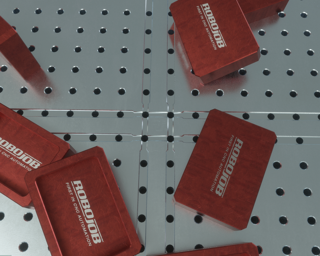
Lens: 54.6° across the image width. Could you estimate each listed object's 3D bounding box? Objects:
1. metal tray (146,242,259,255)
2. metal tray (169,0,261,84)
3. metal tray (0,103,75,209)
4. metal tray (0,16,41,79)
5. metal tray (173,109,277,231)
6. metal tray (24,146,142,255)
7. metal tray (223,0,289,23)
[{"bbox_3d":[0.049,0.182,0.342,0.131,0.030,0.090,-7,70,-3],"label":"metal tray"},{"bbox_3d":[0.076,-0.139,0.444,0.090,0.030,0.130,-23,70,14],"label":"metal tray"},{"bbox_3d":[-0.188,0.032,0.396,0.130,0.030,0.090,29,72,10],"label":"metal tray"},{"bbox_3d":[-0.230,-0.135,0.425,0.130,0.090,0.030,42,76,14],"label":"metal tray"},{"bbox_3d":[0.082,0.050,0.391,0.090,0.030,0.130,23,71,8],"label":"metal tray"},{"bbox_3d":[-0.087,0.096,0.355,0.091,0.030,0.130,-21,82,-15],"label":"metal tray"},{"bbox_3d":[0.134,-0.232,0.495,0.090,0.030,0.130,-22,71,-8],"label":"metal tray"}]
